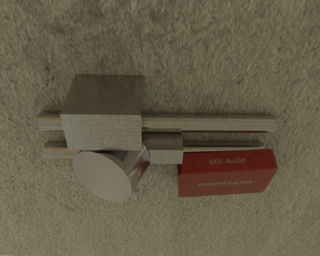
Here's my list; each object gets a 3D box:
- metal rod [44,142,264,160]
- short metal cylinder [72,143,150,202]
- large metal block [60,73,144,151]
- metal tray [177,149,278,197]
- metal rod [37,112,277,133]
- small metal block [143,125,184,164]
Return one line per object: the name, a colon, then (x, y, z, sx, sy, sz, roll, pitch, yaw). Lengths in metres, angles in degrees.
metal rod: (-0.008, 0.032, 0.436, 0.302, 0.025, 0.025, 0, 130, -1)
short metal cylinder: (-0.059, 0.045, 0.383, 0.080, 0.050, 0.079, 15, 131, 18)
large metal block: (-0.060, -0.020, 0.355, 0.081, 0.080, 0.050, 1, 130, -1)
metal tray: (0.091, 0.067, 0.445, 0.131, 0.030, 0.090, -4, 148, 1)
metal rod: (-0.003, -0.007, 0.403, 0.302, 0.025, 0.025, 1, 130, -1)
small metal block: (0.004, 0.021, 0.409, 0.050, 0.050, 0.025, 1, 130, -1)
